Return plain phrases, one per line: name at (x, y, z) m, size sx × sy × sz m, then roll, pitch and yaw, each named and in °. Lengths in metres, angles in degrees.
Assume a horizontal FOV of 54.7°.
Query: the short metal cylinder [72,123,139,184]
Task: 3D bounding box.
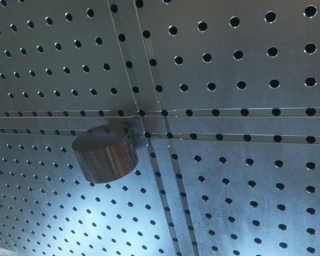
short metal cylinder at (-0.075, 0.033, 0.434) m, size 0.080 × 0.080 × 0.050 m, roll -1°, pitch 118°, yaw 28°
